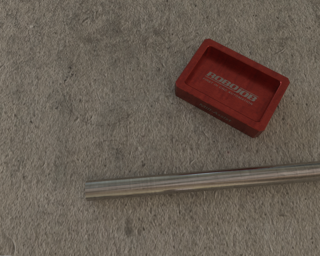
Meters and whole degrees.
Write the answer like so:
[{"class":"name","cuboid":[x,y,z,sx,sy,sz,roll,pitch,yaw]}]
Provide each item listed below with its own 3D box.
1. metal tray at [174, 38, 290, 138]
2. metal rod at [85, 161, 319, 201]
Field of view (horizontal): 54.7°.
[{"class":"metal tray","cuboid":[0.097,-0.056,0.427,0.130,0.030,0.090,30,72,10]},{"class":"metal rod","cuboid":[0.062,0.065,0.385,0.302,0.025,0.025,-4,70,-2]}]
